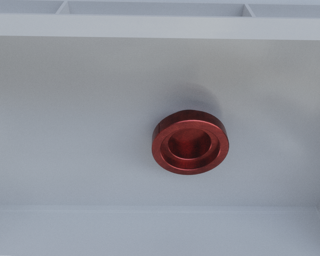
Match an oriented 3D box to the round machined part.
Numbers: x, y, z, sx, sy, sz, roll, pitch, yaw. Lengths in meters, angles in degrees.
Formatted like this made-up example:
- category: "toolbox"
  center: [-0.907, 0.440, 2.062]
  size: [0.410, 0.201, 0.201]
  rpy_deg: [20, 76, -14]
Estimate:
- category: "round machined part"
  center: [0.038, 0.014, 0.410]
  size: [0.099, 0.042, 0.097]
  rpy_deg: [0, 130, 0]
